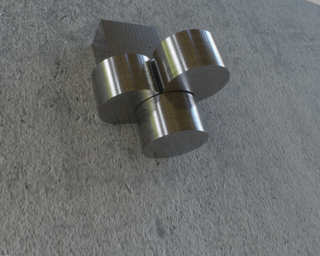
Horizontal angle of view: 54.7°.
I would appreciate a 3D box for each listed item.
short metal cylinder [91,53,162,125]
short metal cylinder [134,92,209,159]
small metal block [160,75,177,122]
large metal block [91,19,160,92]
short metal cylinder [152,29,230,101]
[{"bbox_3d":[-0.039,-0.045,0.377,0.081,0.080,0.050,-2,63,-29],"label":"short metal cylinder"},{"bbox_3d":[0.013,-0.001,0.378,0.081,0.080,0.050,0,62,-29],"label":"short metal cylinder"},{"bbox_3d":[0.011,-0.038,0.421,0.025,0.050,0.050,1,61,-28],"label":"small metal block"},{"bbox_3d":[-0.042,-0.096,0.426,0.081,0.050,0.080,-2,63,-29],"label":"large metal block"},{"bbox_3d":[0.036,-0.070,0.368,0.081,0.080,0.050,-2,63,-29],"label":"short metal cylinder"}]
